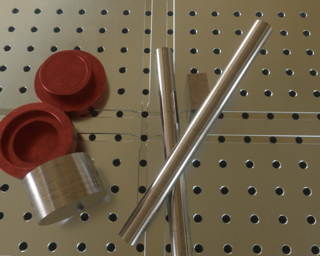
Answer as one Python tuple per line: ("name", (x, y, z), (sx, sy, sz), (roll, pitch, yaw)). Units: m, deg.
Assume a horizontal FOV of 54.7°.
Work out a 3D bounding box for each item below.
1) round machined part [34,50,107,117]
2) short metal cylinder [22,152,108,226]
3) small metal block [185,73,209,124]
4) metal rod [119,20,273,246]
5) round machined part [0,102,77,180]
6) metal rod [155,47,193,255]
("round machined part", (-0.124, -0.067, 0.426), (0.099, 0.042, 0.098), (0, 70, 0))
("short metal cylinder", (-0.108, 0.070, 0.356), (0.080, 0.080, 0.050), (-26, 73, -9))
("small metal block", (0.049, -0.038, 0.413), (0.025, 0.050, 0.050), (-4, 70, -2))
("metal rod", (0.044, 0.004, 0.367), (0.025, 0.025, 0.299), (32, 88, 11))
("round machined part", (-0.153, 0.020, 0.392), (0.099, 0.042, 0.098), (-1, 67, 2))
("metal rod", (0.016, 0.029, 0.400), (0.025, 0.025, 0.299), (-4, 70, -2))
